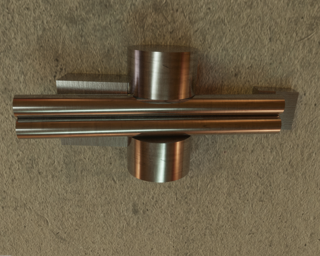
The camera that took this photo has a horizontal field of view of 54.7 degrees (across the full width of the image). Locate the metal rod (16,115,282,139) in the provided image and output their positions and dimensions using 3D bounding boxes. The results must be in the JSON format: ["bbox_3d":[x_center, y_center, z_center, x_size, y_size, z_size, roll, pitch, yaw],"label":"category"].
[{"bbox_3d":[-0.005,-0.003,0.362,0.302,0.025,0.025,-1,110,-8],"label":"metal rod"}]

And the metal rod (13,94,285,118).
[{"bbox_3d":[-0.004,-0.026,0.354,0.302,0.025,0.025,-1,110,-8],"label":"metal rod"}]

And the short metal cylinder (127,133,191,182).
[{"bbox_3d":[-0.001,0.027,0.391,0.081,0.080,0.050,1,110,-1],"label":"short metal cylinder"}]

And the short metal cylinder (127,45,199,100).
[{"bbox_3d":[0.003,-0.067,0.357,0.081,0.080,0.050,1,110,-1],"label":"short metal cylinder"}]

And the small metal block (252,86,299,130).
[{"bbox_3d":[0.146,-0.026,0.403,0.050,0.025,0.050,3,110,-1],"label":"small metal block"}]

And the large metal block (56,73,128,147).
[{"bbox_3d":[-0.079,-0.024,0.388,0.081,0.050,0.079,2,110,-1],"label":"large metal block"}]
